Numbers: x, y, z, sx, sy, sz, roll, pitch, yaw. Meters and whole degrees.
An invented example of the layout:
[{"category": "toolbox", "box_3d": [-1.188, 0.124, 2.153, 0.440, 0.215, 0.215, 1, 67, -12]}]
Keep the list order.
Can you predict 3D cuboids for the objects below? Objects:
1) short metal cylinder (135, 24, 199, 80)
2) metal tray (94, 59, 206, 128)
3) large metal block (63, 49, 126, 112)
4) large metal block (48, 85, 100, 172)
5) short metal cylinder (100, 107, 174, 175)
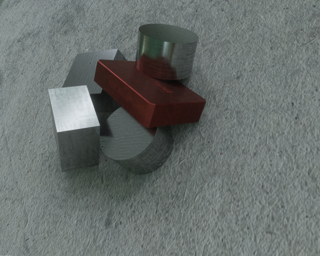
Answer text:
[{"category": "short metal cylinder", "box_3d": [0.008, -0.106, 0.425, 0.081, 0.050, 0.080, 7, 33, -4]}, {"category": "metal tray", "box_3d": [-0.016, -0.049, 0.404, 0.130, 0.091, 0.030, 41, 125, 39]}, {"category": "large metal block", "box_3d": [-0.097, -0.072, 0.481, 0.080, 0.050, 0.080, 1, 62, 28]}, {"category": "large metal block", "box_3d": [-0.117, 0.000, 0.422, 0.050, 0.079, 0.080, -10, 49, -21]}, {"category": "short metal cylinder", "box_3d": [-0.029, 0.014, 0.397, 0.080, 0.050, 0.080, -13, 56, 21]}]
